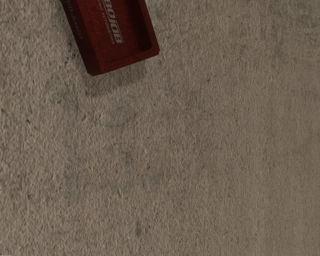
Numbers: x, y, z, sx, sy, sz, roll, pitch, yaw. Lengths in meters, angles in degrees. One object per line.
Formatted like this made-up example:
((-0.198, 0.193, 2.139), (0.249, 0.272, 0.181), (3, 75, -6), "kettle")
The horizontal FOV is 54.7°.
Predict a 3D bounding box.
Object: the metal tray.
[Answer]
((-0.059, -0.134, 0.353), (0.091, 0.030, 0.129), (-29, 108, -36), "metal tray")
